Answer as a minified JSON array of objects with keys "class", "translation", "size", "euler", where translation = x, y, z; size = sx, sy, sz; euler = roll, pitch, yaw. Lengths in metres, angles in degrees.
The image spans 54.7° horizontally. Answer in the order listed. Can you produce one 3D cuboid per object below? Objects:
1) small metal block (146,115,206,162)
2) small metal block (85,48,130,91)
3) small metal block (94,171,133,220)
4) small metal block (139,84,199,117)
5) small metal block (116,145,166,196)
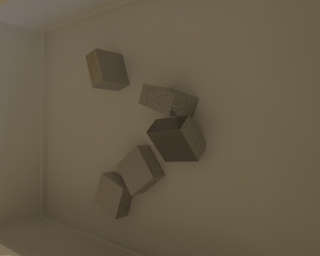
[{"class":"small metal block","translation":[0.020,0.014,0.373],"size":[0.050,0.025,0.050],"euler":[-6,126,40]},{"class":"small metal block","translation":[-0.076,-0.084,0.454],"size":[0.025,0.050,0.050],"euler":[-24,75,38]},{"class":"small metal block","translation":[-0.068,0.099,0.463],"size":[0.050,0.025,0.050],"euler":[25,106,37]},{"class":"small metal block","translation":[0.011,-0.034,0.381],"size":[0.050,0.050,0.025],"euler":[25,106,37]},{"class":"small metal block","translation":[-0.027,0.058,0.429],"size":[0.050,0.025,0.050],"euler":[-44,64,31]}]
